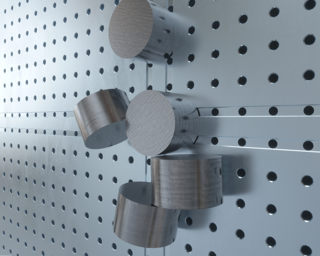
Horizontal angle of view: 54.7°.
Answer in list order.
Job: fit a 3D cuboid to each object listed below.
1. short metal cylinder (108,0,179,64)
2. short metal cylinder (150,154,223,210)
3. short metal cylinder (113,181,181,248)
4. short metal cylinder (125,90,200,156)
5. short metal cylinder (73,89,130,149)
[{"bbox_3d":[-0.023,-0.128,0.412,0.080,0.050,0.079,0,90,40],"label":"short metal cylinder"},{"bbox_3d":[0.030,0.057,0.349,0.080,0.081,0.050,-2,89,40],"label":"short metal cylinder"},{"bbox_3d":[-0.015,0.105,0.386,0.080,0.081,0.050,17,101,39],"label":"short metal cylinder"},{"bbox_3d":[0.002,-0.006,0.391,0.080,0.050,0.079,0,90,40],"label":"short metal cylinder"},{"bbox_3d":[-0.075,-0.011,0.435,0.080,0.081,0.050,-39,67,33],"label":"short metal cylinder"}]
